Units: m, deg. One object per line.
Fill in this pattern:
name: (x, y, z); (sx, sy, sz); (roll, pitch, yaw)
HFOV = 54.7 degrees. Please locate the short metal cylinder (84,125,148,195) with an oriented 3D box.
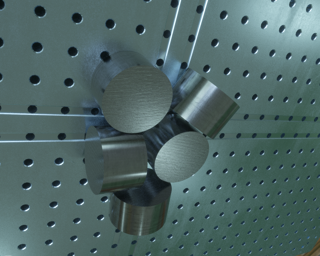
short metal cylinder: (-0.055, 0.036, 0.369); (0.050, 0.080, 0.079); (-3, 120, -28)

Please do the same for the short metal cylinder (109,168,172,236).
short metal cylinder: (-0.027, 0.097, 0.420); (0.081, 0.080, 0.050); (-6, 122, -25)

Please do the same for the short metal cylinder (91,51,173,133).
short metal cylinder: (-0.033, -0.041, 0.351); (0.081, 0.050, 0.079); (-13, 124, -20)

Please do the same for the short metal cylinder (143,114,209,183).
short metal cylinder: (0.019, 0.027, 0.422); (0.081, 0.050, 0.079); (-14, 125, -21)

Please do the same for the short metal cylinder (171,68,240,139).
short metal cylinder: (0.051, -0.030, 0.384); (0.080, 0.080, 0.050); (32, 100, -38)
